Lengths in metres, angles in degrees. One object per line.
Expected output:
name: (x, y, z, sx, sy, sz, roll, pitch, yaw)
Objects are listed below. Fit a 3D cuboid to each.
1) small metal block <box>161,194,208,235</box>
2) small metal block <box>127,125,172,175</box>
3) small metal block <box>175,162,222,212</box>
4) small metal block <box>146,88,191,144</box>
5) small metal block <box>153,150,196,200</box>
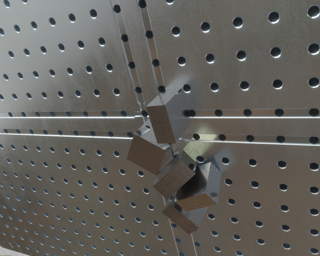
small metal block: (0.038, 0.114, 0.446, 0.050, 0.050, 0.025, 39, 129, 1)
small metal block: (-0.015, 0.032, 0.439, 0.050, 0.025, 0.050, 28, 128, 11)
small metal block: (0.052, 0.079, 0.414, 0.050, 0.050, 0.025, -26, 120, 37)
small metal block: (0.012, -0.015, 0.380, 0.025, 0.050, 0.050, -3, 117, 30)
small metal block: (0.020, 0.060, 0.411, 0.025, 0.050, 0.050, 45, 103, -3)
